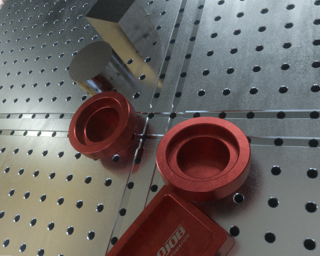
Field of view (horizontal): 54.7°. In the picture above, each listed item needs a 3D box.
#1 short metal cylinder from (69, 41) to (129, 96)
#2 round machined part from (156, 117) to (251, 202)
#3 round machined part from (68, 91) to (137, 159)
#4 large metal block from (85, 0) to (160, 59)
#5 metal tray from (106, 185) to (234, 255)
[{"bbox_3d":[-0.098,-0.093,0.501,0.080,0.050,0.080,-13,56,21],"label":"short metal cylinder"},{"bbox_3d":[0.048,0.037,0.339,0.098,0.042,0.098,-8,47,9],"label":"round machined part"},{"bbox_3d":[-0.076,0.000,0.438,0.098,0.042,0.098,-13,56,21],"label":"round machined part"},{"bbox_3d":[-0.060,-0.166,0.507,0.080,0.080,0.050,24,75,36],"label":"large metal block"},{"bbox_3d":[0.001,0.135,0.321,0.130,0.030,0.090,-49,52,-7],"label":"metal tray"}]
